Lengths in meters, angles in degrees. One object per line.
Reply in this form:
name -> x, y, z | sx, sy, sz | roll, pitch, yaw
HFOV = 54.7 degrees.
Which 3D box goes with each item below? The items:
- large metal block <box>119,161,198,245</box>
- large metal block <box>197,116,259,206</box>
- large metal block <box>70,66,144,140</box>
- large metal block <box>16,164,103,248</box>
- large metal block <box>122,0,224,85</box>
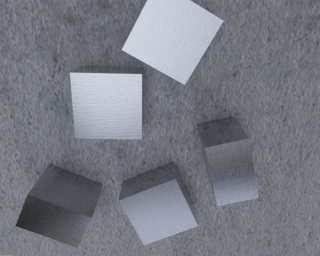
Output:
large metal block -> -0.001, 0.105, 0.435 | 0.080, 0.050, 0.080 | -22, 109, 7
large metal block -> 0.084, 0.039, 0.396 | 0.050, 0.080, 0.079 | -13, 110, 4
large metal block -> -0.061, -0.033, 0.384 | 0.081, 0.050, 0.079 | 1, 110, -1
large metal block -> -0.130, 0.101, 0.416 | 0.080, 0.080, 0.050 | 24, 108, -9
large metal block -> 0.013, -0.108, 0.357 | 0.080, 0.050, 0.080 | 28, 108, -10
